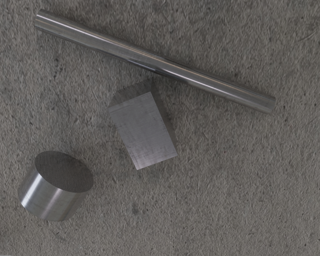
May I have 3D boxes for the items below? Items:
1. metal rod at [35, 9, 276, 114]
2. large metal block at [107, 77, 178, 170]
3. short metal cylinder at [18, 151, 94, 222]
[{"bbox_3d":[0.001,-0.078,0.381,0.302,0.025,0.025,19,109,-7],"label":"metal rod"},{"bbox_3d":[-0.018,-0.009,0.377,0.050,0.080,0.080,-21,109,7],"label":"large metal block"},{"bbox_3d":[-0.135,0.075,0.407,0.080,0.080,0.050,31,107,-11],"label":"short metal cylinder"}]
